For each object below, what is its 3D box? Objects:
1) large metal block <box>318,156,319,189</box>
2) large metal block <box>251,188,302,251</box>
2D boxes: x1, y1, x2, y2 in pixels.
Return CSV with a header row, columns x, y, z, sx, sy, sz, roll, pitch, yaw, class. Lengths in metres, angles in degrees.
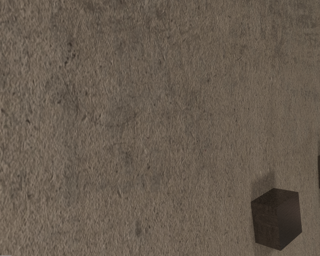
x,y,z,sx,sy,sz,roll,pitch,yaw,class
0.429,0.103,0.754,0.081,0.050,0.079,-8,95,-40,large metal block
0.217,0.166,0.575,0.081,0.050,0.079,-15,100,-39,large metal block
